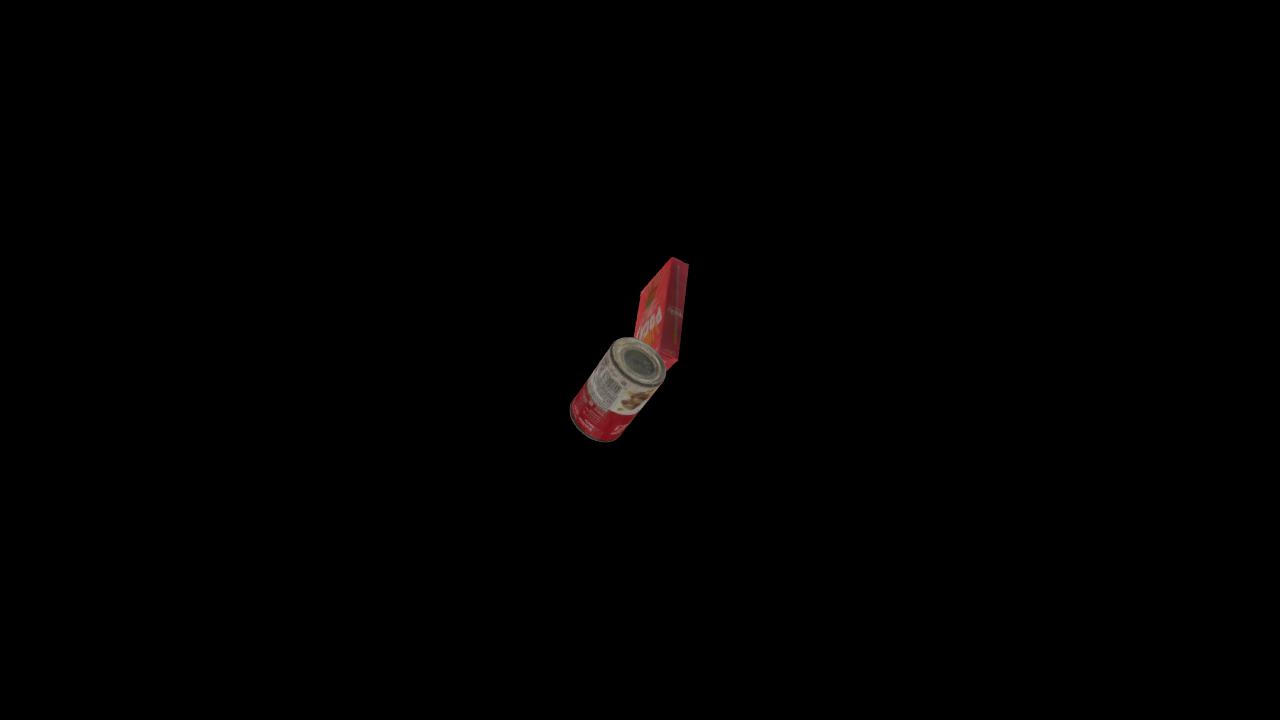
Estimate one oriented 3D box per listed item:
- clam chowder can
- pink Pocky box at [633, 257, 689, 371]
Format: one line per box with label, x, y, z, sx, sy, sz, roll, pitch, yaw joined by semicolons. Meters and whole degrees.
clam chowder can;-0.025;0.032;0.662;0.068;0.068;0.102;0;-41;-39
pink Pocky box;0.022;-0.045;0.755;0.029;0.155;0.084;23;-38;-19
